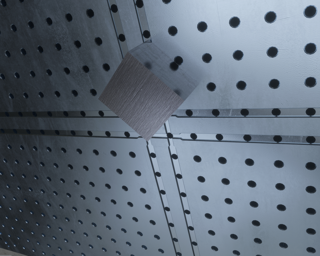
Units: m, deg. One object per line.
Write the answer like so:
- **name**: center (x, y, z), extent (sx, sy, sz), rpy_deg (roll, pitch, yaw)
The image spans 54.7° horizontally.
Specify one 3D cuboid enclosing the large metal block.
- **large metal block**: center (-0.014, -0.044, 0.374), extent (0.080, 0.050, 0.080), rpy_deg (41, 129, -1)
